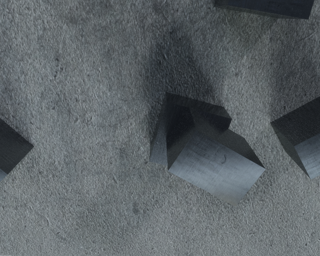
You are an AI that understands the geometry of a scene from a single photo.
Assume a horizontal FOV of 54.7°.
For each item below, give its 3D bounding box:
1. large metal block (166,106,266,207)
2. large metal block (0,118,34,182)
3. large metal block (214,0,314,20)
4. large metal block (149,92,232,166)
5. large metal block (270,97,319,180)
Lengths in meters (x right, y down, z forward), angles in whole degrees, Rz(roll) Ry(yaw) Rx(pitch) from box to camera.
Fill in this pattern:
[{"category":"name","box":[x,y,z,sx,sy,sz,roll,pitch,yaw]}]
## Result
[{"category":"large metal block","box":[0.055,0.027,0.337,0.080,0.080,0.050,29,107,-11]},{"category":"large metal block","box":[-0.221,0.028,0.389,0.050,0.080,0.080,-41,105,14]},{"category":"large metal block","box":[0.108,-0.148,0.327,0.081,0.080,0.050,9,110,-3]},{"category":"large metal block","box":[0.036,0.007,0.399,0.080,0.050,0.079,14,110,-6]},{"category":"large metal block","box":[0.198,0.007,0.385,0.080,0.080,0.050,-30,108,10]}]
